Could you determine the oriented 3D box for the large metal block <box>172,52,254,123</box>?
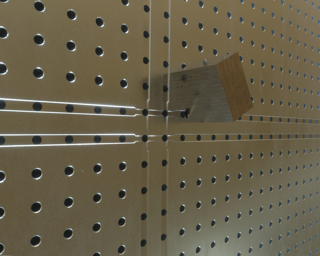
[{"bbox_3d":[0.074,-0.055,0.438,0.050,0.080,0.080,-34,111,-35],"label":"large metal block"}]
